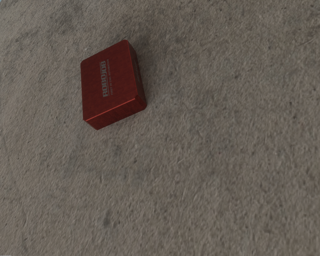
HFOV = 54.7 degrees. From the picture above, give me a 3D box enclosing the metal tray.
[{"bbox_3d":[-0.076,-0.070,0.481,0.090,0.030,0.130,-23,53,14],"label":"metal tray"}]
